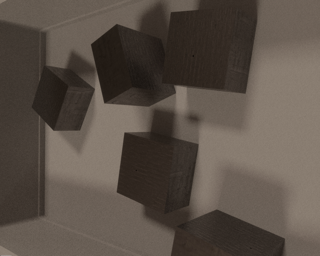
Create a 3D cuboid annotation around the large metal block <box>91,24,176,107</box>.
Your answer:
[{"bbox_3d":[-0.033,-0.075,0.396,0.050,0.081,0.080,-24,75,37],"label":"large metal block"}]

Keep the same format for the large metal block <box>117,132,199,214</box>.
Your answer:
[{"bbox_3d":[-0.004,0.052,0.392,0.080,0.050,0.079,13,99,39],"label":"large metal block"}]

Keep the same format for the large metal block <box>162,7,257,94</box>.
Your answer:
[{"bbox_3d":[0.054,-0.084,0.345,0.080,0.050,0.079,12,98,39],"label":"large metal block"}]

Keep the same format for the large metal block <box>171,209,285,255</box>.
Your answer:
[{"bbox_3d":[0.068,0.129,0.314,0.080,0.081,0.050,16,100,38],"label":"large metal block"}]

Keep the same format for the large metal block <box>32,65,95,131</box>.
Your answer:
[{"bbox_3d":[-0.165,-0.050,0.523,0.080,0.050,0.079,37,113,33],"label":"large metal block"}]
